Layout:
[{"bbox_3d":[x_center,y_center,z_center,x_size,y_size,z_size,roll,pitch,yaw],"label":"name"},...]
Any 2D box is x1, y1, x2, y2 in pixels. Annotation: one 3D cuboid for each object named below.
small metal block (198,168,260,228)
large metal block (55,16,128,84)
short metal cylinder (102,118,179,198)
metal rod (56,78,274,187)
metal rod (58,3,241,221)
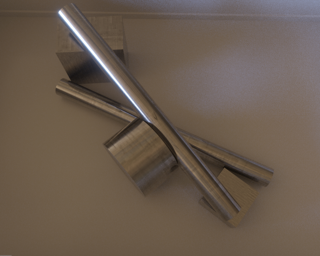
[{"bbox_3d":[0.083,0.085,0.378,0.050,0.025,0.050,36,74,12],"label":"small metal block"},{"bbox_3d":[-0.086,-0.102,0.416,0.081,0.080,0.050,-3,70,-2],"label":"large metal block"},{"bbox_3d":[-0.023,0.034,0.365,0.050,0.080,0.080,-38,75,-13],"label":"short metal cylinder"},{"bbox_3d":[0.000,0.003,0.407,0.301,0.025,0.025,24,72,8],"label":"metal rod"},{"bbox_3d":[-0.014,-0.020,0.354,0.025,0.025,0.300,-39,87,-13],"label":"metal rod"}]
